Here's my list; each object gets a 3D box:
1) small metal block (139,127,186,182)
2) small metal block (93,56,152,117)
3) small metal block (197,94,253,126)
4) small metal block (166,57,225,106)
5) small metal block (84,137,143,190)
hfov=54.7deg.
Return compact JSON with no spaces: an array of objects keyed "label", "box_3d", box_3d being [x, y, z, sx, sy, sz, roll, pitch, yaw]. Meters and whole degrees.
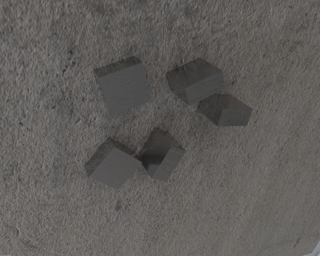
[{"label":"small metal block","box_3d":[0.001,0.035,0.412,0.025,0.050,0.050,20,107,-36]},{"label":"small metal block","box_3d":[-0.042,-0.048,0.354,0.050,0.025,0.050,-23,127,-14]},{"label":"small metal block","box_3d":[0.088,-0.025,0.423,0.050,0.050,0.025,-1,119,-28]},{"label":"small metal block","box_3d":[0.043,-0.058,0.378,0.050,0.050,0.025,-26,128,-12]},{"label":"small metal block","box_3d":[-0.060,0.047,0.403,0.050,0.025,0.050,-49,129,7]}]
